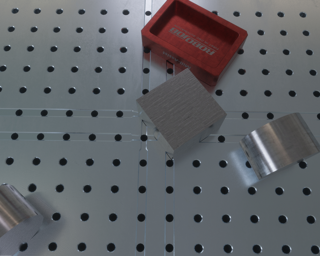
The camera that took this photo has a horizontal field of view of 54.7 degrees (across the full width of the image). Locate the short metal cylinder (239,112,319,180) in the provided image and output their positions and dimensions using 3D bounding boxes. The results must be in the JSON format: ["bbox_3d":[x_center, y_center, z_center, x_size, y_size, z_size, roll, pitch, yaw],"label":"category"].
[{"bbox_3d":[0.144,0.023,0.375,0.080,0.080,0.050,-22,72,-8],"label":"short metal cylinder"}]

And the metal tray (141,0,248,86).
[{"bbox_3d":[0.049,-0.132,0.457,0.130,0.030,0.090,33,73,11],"label":"metal tray"}]

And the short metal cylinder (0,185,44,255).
[{"bbox_3d":[-0.179,0.109,0.341,0.050,0.080,0.080,40,75,13],"label":"short metal cylinder"}]

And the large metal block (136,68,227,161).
[{"bbox_3d":[0.026,-0.017,0.405,0.080,0.050,0.080,-33,74,-12],"label":"large metal block"}]
